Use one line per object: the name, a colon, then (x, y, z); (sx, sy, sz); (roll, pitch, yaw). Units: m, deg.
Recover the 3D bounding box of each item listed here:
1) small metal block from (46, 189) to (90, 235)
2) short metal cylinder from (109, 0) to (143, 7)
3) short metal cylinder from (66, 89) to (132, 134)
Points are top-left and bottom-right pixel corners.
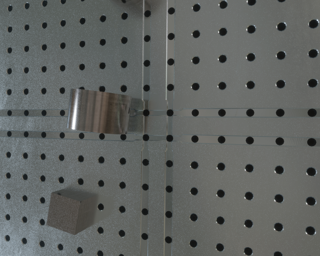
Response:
small metal block: (-0.137, 0.124, 0.461); (0.050, 0.025, 0.050); (11, 94, 19)
short metal cylinder: (-0.054, -0.212, 0.418); (0.080, 0.050, 0.079); (0, 90, 20)
short metal cylinder: (-0.080, -0.022, 0.411); (0.080, 0.080, 0.050); (8, 93, 20)
